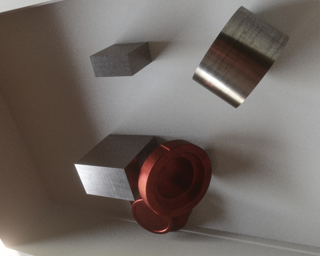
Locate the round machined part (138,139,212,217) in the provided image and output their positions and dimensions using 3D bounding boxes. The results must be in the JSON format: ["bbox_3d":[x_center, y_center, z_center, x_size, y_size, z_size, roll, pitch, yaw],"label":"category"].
[{"bbox_3d":[0.016,0.061,0.401,0.042,0.099,0.097,26,137,56],"label":"round machined part"}]

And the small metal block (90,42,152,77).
[{"bbox_3d":[-0.045,-0.081,0.365,0.050,0.050,0.025,3,120,26],"label":"small metal block"}]

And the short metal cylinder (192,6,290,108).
[{"bbox_3d":[0.075,-0.065,0.293,0.050,0.080,0.079,35,129,4],"label":"short metal cylinder"}]

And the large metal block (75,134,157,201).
[{"bbox_3d":[-0.054,0.051,0.430,0.080,0.080,0.050,1,119,29],"label":"large metal block"}]

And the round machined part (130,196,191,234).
[{"bbox_3d":[-0.004,0.123,0.474,0.098,0.042,0.097,13,124,20],"label":"round machined part"}]
